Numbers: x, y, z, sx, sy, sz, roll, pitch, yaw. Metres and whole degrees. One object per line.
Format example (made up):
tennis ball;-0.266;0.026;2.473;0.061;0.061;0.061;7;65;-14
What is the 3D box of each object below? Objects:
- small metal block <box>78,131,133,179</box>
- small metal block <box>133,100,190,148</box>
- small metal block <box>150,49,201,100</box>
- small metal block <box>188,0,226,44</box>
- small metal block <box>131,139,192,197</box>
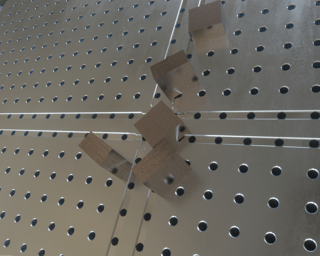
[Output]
small metal block;-0.072;0.036;0.409;0.050;0.050;0.025;33;81;38
small metal block;0.002;0.000;0.409;0.050;0.025;0.050;-42;51;-1
small metal block;0.022;-0.072;0.426;0.050;0.050;0.025;-26;53;12
small metal block;0.071;-0.161;0.470;0.050;0.025;0.050;-10;57;23
small metal block;0.003;0.048;0.362;0.050;0.050;0.025;-43;51;-2
